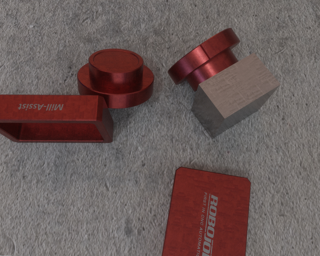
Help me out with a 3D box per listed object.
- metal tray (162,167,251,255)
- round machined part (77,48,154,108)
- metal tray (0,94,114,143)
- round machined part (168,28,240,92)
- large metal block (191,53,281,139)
[{"bbox_3d":[0.053,0.118,0.363,0.091,0.030,0.130,10,70,3],"label":"metal tray"},{"bbox_3d":[-0.056,-0.070,0.400,0.099,0.042,0.098,4,38,-3],"label":"round machined part"},{"bbox_3d":[-0.128,-0.008,0.374,0.131,0.090,0.030,0,71,0],"label":"metal tray"},{"bbox_3d":[0.062,-0.083,0.403,0.098,0.098,0.042,-34,92,-12],"label":"round machined part"},{"bbox_3d":[0.091,-0.038,0.393,0.080,0.080,0.050,-31,75,-11],"label":"large metal block"}]
